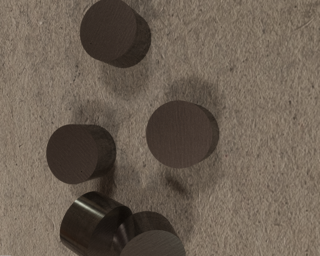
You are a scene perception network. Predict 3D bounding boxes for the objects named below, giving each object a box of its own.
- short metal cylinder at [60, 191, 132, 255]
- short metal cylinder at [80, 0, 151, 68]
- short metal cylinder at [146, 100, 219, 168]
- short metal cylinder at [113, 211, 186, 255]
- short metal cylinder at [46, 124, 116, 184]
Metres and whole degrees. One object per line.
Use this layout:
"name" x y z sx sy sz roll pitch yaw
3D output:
"short metal cylinder" -0.081 0.129 0.402 0.050 0.080 0.079 18 96 32
"short metal cylinder" -0.058 -0.125 0.415 0.080 0.050 0.079 0 90 19
"short metal cylinder" 0.029 0.007 0.385 0.080 0.050 0.079 0 90 19
"short metal cylinder" -0.015 0.150 0.380 0.081 0.050 0.079 -3 101 -14
"short metal cylinder" -0.109 0.035 0.433 0.080 0.050 0.079 0 90 19
